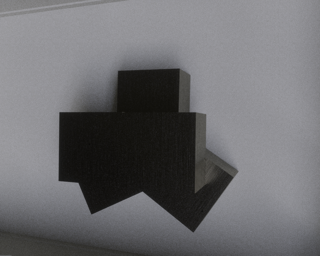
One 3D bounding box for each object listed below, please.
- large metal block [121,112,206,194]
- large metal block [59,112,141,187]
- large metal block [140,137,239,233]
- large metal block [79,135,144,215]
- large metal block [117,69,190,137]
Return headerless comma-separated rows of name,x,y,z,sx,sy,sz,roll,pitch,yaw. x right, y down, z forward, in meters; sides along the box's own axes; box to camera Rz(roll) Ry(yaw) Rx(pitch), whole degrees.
large metal block,0.005,0.024,0.339,0.080,0.050,0.080,1,90,20
large metal block,-0.070,0.022,0.367,0.080,0.050,0.080,1,90,20
large metal block,0.037,0.064,0.381,0.080,0.050,0.080,36,101,17
large metal block,-0.063,0.059,0.418,0.080,0.050,0.080,-27,81,18
large metal block,-0.007,-0.031,0.398,0.080,0.050,0.080,2,91,20
